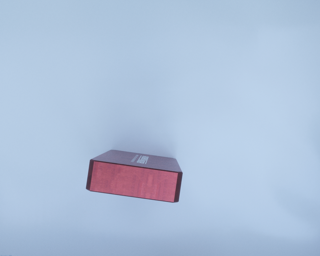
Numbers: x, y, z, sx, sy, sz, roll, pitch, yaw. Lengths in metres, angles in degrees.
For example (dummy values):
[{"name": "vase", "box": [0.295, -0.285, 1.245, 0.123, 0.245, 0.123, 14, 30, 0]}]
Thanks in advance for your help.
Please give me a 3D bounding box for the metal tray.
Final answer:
[{"name": "metal tray", "box": [-0.025, 0.051, 0.359, 0.090, 0.130, 0.030, 8, 90, 0]}]
